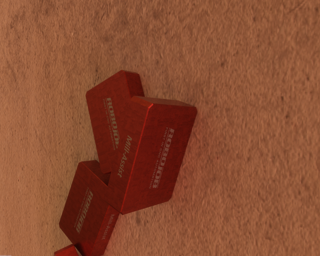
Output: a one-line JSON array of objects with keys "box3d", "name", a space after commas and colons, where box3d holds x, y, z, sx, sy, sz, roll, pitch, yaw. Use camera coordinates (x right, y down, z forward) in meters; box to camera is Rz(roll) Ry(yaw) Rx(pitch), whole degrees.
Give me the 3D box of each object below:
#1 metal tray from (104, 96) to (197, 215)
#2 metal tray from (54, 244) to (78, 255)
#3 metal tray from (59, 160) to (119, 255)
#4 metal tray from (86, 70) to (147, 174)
[{"box3d": [-0.009, 0.031, 0.368, 0.030, 0.091, 0.129, 25, 106, 37], "name": "metal tray"}, {"box3d": [-0.129, 0.258, 0.483, 0.130, 0.030, 0.089, 57, 145, 23], "name": "metal tray"}, {"box3d": [-0.109, 0.128, 0.489, 0.090, 0.030, 0.129, 34, 110, 34], "name": "metal tray"}, {"box3d": [-0.058, -0.007, 0.447, 0.090, 0.030, 0.129, -23, 76, 37], "name": "metal tray"}]
